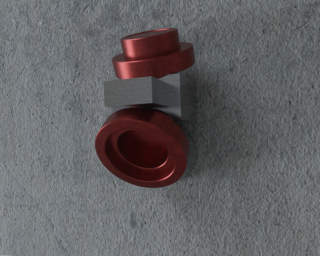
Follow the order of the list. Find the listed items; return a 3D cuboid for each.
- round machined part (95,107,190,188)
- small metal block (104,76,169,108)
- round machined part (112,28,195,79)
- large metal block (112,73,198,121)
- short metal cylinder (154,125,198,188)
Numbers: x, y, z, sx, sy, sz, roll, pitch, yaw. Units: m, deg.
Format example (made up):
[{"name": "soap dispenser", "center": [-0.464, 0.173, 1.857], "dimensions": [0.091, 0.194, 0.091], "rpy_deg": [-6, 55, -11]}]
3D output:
[{"name": "round machined part", "center": [-0.016, 0.017, 0.336], "dimensions": [0.098, 0.042, 0.097], "rpy_deg": [9, 131, 11]}, {"name": "small metal block", "center": [-0.023, -0.034, 0.318], "dimensions": [0.050, 0.050, 0.025], "rpy_deg": [-3, 89, 20]}, {"name": "round machined part", "center": [-0.010, -0.092, 0.370], "dimensions": [0.098, 0.098, 0.042], "rpy_deg": [-2, 114, 19]}, {"name": "large metal block", "center": [-0.003, -0.032, 0.380], "dimensions": [0.080, 0.080, 0.050], "rpy_deg": [-2, 90, 19]}, {"name": "short metal cylinder", "center": [0.003, 0.033, 0.396], "dimensions": [0.080, 0.050, 0.079], "rpy_deg": [0, 90, 19]}]
